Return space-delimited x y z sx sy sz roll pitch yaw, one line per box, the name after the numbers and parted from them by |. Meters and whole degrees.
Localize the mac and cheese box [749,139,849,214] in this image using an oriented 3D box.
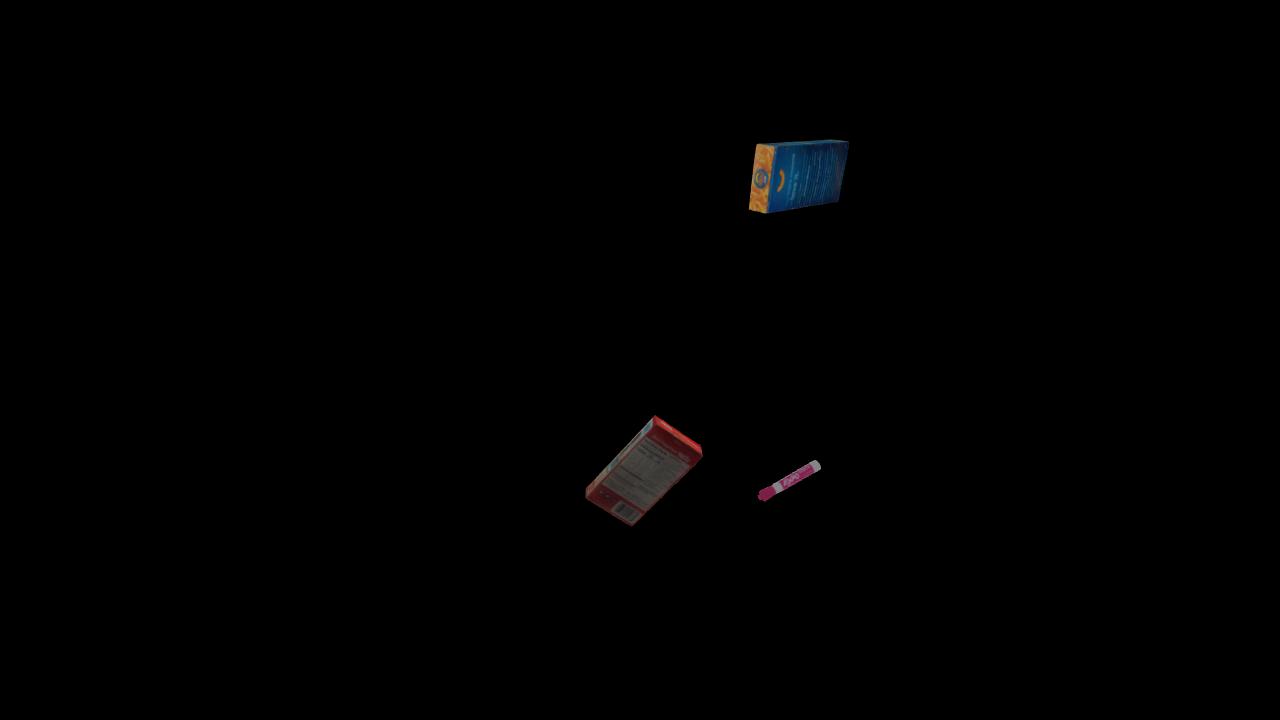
0.235 -0.272 0.903 0.184 0.093 0.041 -18 33 -38 | mac and cheese box

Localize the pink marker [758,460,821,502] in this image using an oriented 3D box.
0.246 0.200 1.015 0.121 0.020 0.020 -25 8 -17 | pink marker

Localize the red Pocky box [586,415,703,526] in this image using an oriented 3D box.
0.005 0.151 0.826 0.083 0.155 0.028 36 21 -15 | red Pocky box
